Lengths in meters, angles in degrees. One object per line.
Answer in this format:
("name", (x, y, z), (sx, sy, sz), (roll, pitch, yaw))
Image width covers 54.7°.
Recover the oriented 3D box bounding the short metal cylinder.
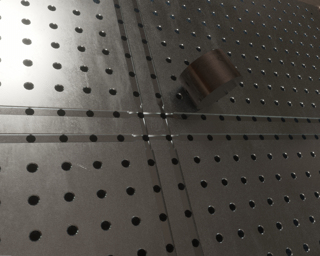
("short metal cylinder", (0.074, -0.071, 0.458), (0.081, 0.080, 0.050), (-24, 75, -37))
